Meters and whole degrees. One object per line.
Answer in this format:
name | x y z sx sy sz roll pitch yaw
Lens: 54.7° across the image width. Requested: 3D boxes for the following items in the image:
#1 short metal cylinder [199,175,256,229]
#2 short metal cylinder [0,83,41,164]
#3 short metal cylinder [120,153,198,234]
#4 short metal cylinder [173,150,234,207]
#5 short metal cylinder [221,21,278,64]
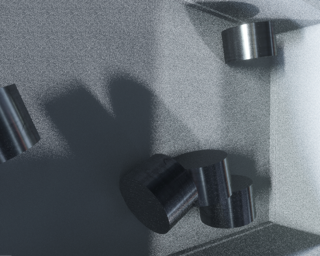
short metal cylinder | 0.096 0.104 0.451 0.081 0.080 0.050 -14 99 -39
short metal cylinder | -0.146 0.002 0.248 0.081 0.080 0.050 -31 109 -36
short metal cylinder | -0.002 0.077 0.369 0.050 0.080 0.080 -35 112 -34
short metal cylinder | 0.054 0.065 0.416 0.081 0.080 0.050 -19 102 -38
short metal cylinder | 0.140 -0.133 0.488 0.081 0.080 0.050 -15 100 -39
